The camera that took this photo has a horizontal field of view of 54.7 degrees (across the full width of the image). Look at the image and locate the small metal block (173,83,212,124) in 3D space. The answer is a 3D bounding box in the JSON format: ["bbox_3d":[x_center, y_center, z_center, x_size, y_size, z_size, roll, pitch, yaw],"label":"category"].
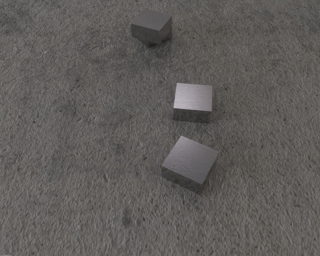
[{"bbox_3d":[0.046,-0.035,0.433,0.050,0.025,0.050,5,50,4],"label":"small metal block"}]

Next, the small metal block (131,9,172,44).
[{"bbox_3d":[-0.013,-0.169,0.512,0.050,0.025,0.050,19,53,15],"label":"small metal block"}]

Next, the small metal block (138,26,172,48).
[{"bbox_3d":[-0.014,-0.173,0.548,0.050,0.025,0.050,-27,55,-21],"label":"small metal block"}]

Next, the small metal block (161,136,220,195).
[{"bbox_3d":[0.036,0.043,0.367,0.050,0.025,0.050,23,54,18],"label":"small metal block"}]
